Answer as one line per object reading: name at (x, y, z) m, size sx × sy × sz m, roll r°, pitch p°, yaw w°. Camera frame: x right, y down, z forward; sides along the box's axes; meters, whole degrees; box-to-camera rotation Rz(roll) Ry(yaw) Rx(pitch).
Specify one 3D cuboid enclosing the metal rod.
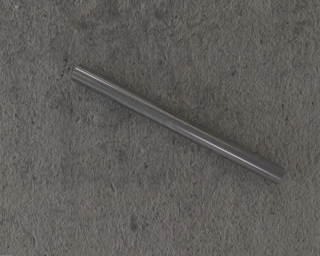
metal rod at (0.024, -0.005, 0.410) m, size 0.301 × 0.025 × 0.025 m, roll 27°, pitch 90°, yaw 0°
